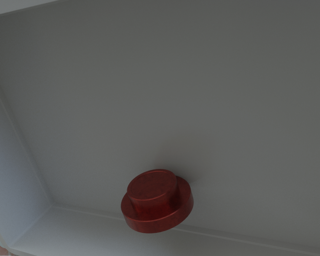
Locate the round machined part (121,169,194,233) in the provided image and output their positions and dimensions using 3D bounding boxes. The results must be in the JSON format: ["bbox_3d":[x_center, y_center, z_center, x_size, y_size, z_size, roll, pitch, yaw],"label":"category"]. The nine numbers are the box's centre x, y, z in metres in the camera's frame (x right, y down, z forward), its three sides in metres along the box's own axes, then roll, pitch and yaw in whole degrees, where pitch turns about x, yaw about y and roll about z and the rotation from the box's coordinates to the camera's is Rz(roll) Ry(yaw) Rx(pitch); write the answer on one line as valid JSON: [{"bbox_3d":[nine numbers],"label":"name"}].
[{"bbox_3d":[-0.007,0.092,0.422,0.098,0.098,0.042,-1,118,29],"label":"round machined part"}]
